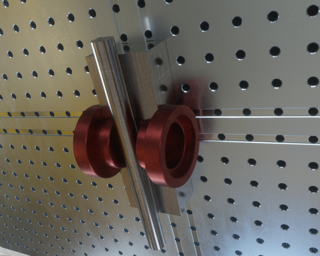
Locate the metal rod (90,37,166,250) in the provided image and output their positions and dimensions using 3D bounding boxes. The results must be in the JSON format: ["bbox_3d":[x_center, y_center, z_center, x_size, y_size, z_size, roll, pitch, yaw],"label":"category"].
[{"bbox_3d":[-0.032,0.039,0.387,0.025,0.025,0.298,2,120,27],"label":"metal rod"}]

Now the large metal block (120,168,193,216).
[{"bbox_3d":[-0.004,0.072,0.441,0.080,0.050,0.079,3,120,27],"label":"large metal block"}]

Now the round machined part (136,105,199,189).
[{"bbox_3d":[0.008,0.020,0.372,0.042,0.099,0.097,5,121,32],"label":"round machined part"}]

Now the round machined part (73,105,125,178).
[{"bbox_3d":[-0.064,0.017,0.408,0.042,0.098,0.097,2,119,27],"label":"round machined part"}]

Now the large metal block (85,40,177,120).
[{"bbox_3d":[-0.033,-0.057,0.376,0.080,0.050,0.079,2,120,27],"label":"large metal block"}]
